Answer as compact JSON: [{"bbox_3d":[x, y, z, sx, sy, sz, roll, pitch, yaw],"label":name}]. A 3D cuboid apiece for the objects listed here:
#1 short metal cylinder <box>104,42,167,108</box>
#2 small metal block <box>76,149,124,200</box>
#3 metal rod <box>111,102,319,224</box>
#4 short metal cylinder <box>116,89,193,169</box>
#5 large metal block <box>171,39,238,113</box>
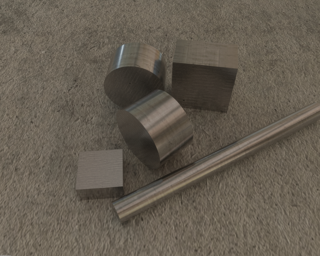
[{"bbox_3d":[-0.032,-0.069,0.425,0.080,0.080,0.050,3,50,2],"label":"short metal cylinder"},{"bbox_3d":[-0.067,0.053,0.358,0.050,0.025,0.050,-3,50,-4],"label":"small metal block"},{"bbox_3d":[0.085,0.033,0.376,0.302,0.025,0.025,-23,54,-19],"label":"metal rod"},{"bbox_3d":[-0.007,0.001,0.366,0.050,0.080,0.080,-34,58,-25],"label":"short metal cylinder"},{"bbox_3d":[0.059,-0.071,0.428,0.080,0.080,0.050,7,51,5],"label":"large metal block"}]
